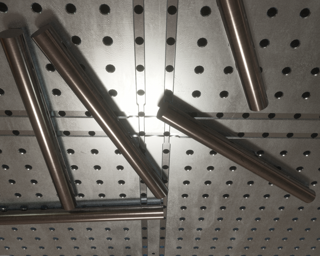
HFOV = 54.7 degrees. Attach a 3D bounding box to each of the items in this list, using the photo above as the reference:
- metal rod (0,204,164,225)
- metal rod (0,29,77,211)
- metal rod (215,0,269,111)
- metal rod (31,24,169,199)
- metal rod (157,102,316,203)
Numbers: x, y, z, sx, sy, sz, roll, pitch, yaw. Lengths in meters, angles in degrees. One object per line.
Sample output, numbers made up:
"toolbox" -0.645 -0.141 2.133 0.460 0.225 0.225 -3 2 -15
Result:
"metal rod" -0.145 0.151 0.538 0.302 0.025 0.025 -2 130 1
"metal rod" -0.154 0.014 0.421 0.025 0.025 0.298 -1 130 0
"metal rod" 0.064 -0.133 0.298 0.025 0.025 0.299 -19 128 15
"metal rod" -0.061 0.001 0.411 0.025 0.025 0.299 -20 128 16
"metal rod" 0.124 0.045 0.451 0.301 0.025 0.025 29 124 -23
